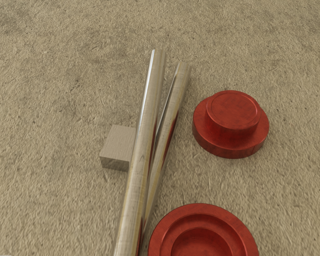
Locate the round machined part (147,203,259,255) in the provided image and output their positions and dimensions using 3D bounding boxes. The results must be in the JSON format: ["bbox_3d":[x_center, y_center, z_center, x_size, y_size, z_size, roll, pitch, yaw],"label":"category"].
[{"bbox_3d":[0.038,0.124,0.288,0.099,0.042,0.098,0,50,0],"label":"round machined part"}]

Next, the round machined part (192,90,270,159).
[{"bbox_3d":[0.092,-0.012,0.403,0.099,0.042,0.098,0,50,0],"label":"round machined part"}]

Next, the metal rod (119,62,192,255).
[{"bbox_3d":[0.002,0.019,0.387,0.025,0.025,0.300,11,51,9],"label":"metal rod"}]

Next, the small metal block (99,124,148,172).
[{"bbox_3d":[-0.041,0.026,0.381,0.050,0.025,0.050,9,51,7],"label":"small metal block"}]

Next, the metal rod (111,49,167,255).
[{"bbox_3d":[-0.017,0.005,0.366,0.025,0.025,0.300,4,49,3],"label":"metal rod"}]
